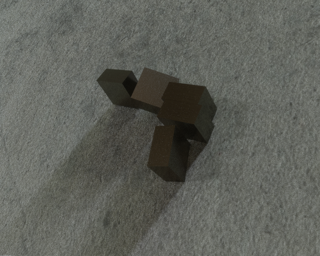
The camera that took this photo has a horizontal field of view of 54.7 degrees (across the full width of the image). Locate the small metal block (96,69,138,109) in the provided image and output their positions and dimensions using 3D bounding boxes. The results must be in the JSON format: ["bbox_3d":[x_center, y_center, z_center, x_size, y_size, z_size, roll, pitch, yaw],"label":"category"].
[{"bbox_3d":[-0.055,-0.057,0.446,0.050,0.050,0.025,12,57,36],"label":"small metal block"}]

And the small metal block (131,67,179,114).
[{"bbox_3d":[-0.006,-0.049,0.423,0.050,0.025,0.050,20,69,5],"label":"small metal block"}]

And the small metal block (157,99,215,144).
[{"bbox_3d":[0.032,-0.008,0.375,0.050,0.050,0.025,13,69,33],"label":"small metal block"}]

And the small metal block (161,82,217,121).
[{"bbox_3d":[0.037,-0.030,0.386,0.050,0.050,0.025,13,68,33],"label":"small metal block"}]

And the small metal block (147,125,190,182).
[{"bbox_3d":[0.012,0.031,0.362,0.025,0.050,0.050,-3,60,26],"label":"small metal block"}]
